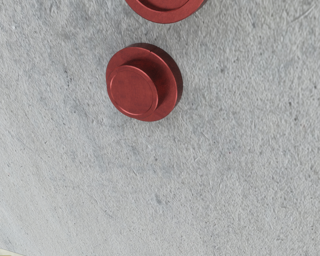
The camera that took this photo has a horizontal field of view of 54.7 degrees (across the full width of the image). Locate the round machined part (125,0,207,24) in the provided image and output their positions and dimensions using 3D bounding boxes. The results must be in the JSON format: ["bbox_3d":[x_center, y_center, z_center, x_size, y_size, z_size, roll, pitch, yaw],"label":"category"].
[{"bbox_3d":[0.009,-0.154,0.296,0.098,0.042,0.097,13,124,21],"label":"round machined part"}]

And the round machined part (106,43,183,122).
[{"bbox_3d":[-0.025,-0.050,0.378,0.098,0.042,0.097,13,124,21],"label":"round machined part"}]
